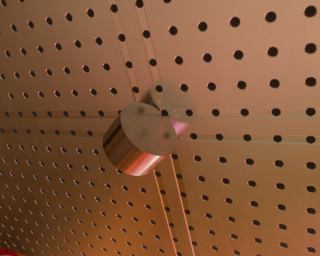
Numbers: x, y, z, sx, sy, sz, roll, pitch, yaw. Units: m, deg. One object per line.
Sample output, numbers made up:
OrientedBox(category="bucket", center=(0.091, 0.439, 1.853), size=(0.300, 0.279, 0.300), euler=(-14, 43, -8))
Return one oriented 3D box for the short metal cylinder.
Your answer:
OrientedBox(category="short metal cylinder", center=(-0.026, 0.014, 0.395), size=(0.080, 0.080, 0.050), euler=(42, 129, -1))
